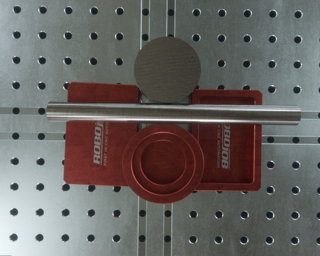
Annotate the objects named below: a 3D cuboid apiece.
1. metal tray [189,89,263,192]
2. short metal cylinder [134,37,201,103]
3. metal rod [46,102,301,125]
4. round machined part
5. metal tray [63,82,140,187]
[{"bbox_3d":[0.084,0.016,0.407,0.091,0.030,0.129,1,90,0],"label":"metal tray"},{"bbox_3d":[0.009,-0.070,0.397,0.081,0.050,0.079,0,90,0],"label":"short metal cylinder"},{"bbox_3d":[0.017,-0.018,0.379,0.302,0.025,0.025,1,90,-1],"label":"metal rod"},{"bbox_3d":[0.004,0.043,0.392,0.099,0.042,0.097,0,90,0],"label":"round machined part"},{"bbox_3d":[-0.074,0.008,0.405,0.091,0.030,0.129,3,90,0],"label":"metal tray"}]
